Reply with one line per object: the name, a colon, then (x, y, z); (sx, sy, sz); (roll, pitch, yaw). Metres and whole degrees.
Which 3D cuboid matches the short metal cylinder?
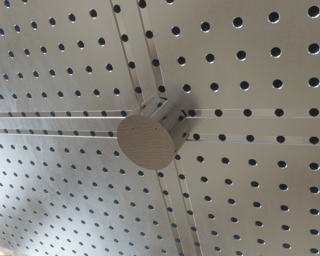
short metal cylinder: (-0.008, 0.008, 0.405); (0.080, 0.050, 0.080); (13, 124, 21)
